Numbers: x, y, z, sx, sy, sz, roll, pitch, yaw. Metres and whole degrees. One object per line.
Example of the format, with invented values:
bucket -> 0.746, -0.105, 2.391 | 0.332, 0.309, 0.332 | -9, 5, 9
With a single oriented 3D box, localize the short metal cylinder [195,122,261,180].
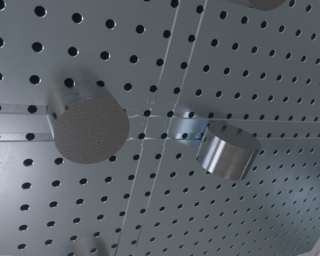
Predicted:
short metal cylinder -> 0.098, 0.032, 0.448 | 0.081, 0.080, 0.050 | 5, 116, -31

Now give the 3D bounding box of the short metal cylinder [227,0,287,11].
short metal cylinder -> 0.109, -0.177, 0.345 | 0.081, 0.050, 0.079 | -14, 124, -21

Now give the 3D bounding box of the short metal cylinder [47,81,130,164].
short metal cylinder -> -0.081, -0.007, 0.347 | 0.081, 0.050, 0.079 | -14, 124, -21
